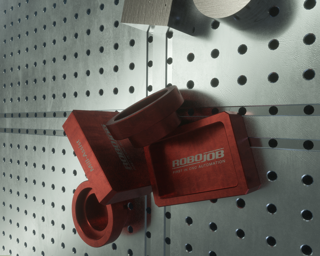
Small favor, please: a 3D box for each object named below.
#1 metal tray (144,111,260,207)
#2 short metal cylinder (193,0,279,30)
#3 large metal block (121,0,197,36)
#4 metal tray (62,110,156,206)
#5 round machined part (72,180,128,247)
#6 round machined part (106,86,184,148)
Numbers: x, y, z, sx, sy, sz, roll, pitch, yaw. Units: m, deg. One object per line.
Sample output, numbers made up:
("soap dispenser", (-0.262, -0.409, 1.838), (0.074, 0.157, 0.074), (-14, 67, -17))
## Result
("metal tray", (0.043, 0.041, 0.370), (0.130, 0.030, 0.090), (-20, 78, 38))
("short metal cylinder", (0.081, -0.150, 0.326), (0.080, 0.050, 0.079), (0, 90, 40))
("large metal block", (0.003, -0.165, 0.391), (0.080, 0.050, 0.079), (19, 102, 38))
("metal tray", (-0.064, 0.034, 0.420), (0.030, 0.091, 0.130), (-48, 62, 29))
("round machined part", (-0.088, 0.126, 0.471), (0.098, 0.042, 0.097), (0, 90, 40))
("round machined part", (-0.013, -0.010, 0.381), (0.098, 0.099, 0.042), (-20, 106, 38))
